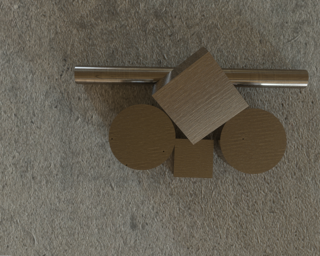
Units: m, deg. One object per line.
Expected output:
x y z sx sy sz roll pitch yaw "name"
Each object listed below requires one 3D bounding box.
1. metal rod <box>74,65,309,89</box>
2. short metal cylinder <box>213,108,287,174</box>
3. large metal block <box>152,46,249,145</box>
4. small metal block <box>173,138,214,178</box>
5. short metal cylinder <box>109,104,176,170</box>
0.041 -0.068 0.411 0.302 0.025 0.025 1 90 0 "metal rod"
0.113 0.016 0.399 0.081 0.050 0.079 0 90 0 "short metal cylinder"
0.047 -0.041 0.381 0.080 0.050 0.080 -37 107 13 "large metal block"
0.044 0.039 0.412 0.050 0.025 0.050 2 90 0 "small metal block"
-0.021 0.011 0.398 0.081 0.050 0.079 0 90 0 "short metal cylinder"
